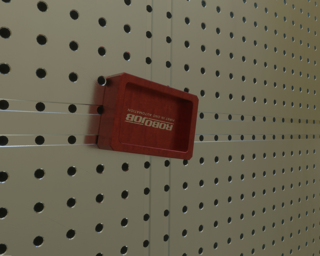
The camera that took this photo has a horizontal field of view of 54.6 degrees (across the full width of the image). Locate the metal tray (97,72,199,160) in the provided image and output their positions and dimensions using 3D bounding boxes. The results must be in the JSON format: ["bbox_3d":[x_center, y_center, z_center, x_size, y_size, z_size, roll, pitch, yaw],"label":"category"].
[{"bbox_3d":[-0.009,-0.010,0.396,0.131,0.030,0.090,12,83,-39],"label":"metal tray"}]
